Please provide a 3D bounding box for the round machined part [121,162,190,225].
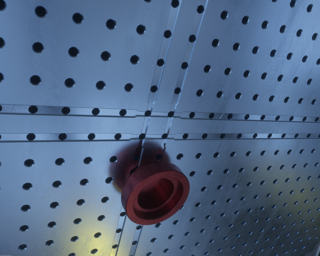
[{"bbox_3d":[-0.010,0.089,0.449,0.099,0.042,0.097,-14,124,-21],"label":"round machined part"}]
